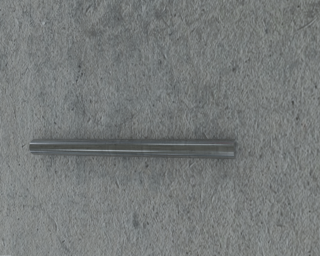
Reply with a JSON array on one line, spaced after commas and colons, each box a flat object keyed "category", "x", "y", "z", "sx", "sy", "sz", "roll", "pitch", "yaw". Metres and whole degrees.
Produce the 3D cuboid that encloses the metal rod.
[{"category": "metal rod", "x": -0.051, "y": 0.027, "z": 0.427, "sx": 0.301, "sy": 0.025, "sz": 0.025, "roll": -1, "pitch": 90, "yaw": 20}]
